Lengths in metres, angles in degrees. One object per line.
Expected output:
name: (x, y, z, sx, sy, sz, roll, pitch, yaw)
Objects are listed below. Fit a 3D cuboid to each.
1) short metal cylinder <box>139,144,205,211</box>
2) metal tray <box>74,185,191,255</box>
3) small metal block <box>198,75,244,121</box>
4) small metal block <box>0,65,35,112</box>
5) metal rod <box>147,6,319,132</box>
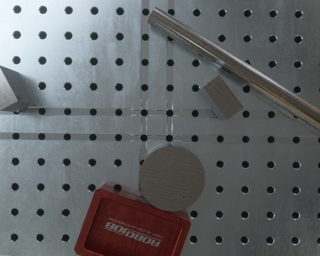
short metal cylinder: (0.015, 0.061, 0.401, 0.081, 0.050, 0.080, 0, 90, 0)
metal tray: (-0.035, 0.139, 0.410, 0.131, 0.030, 0.090, 20, 90, 0)
small metal block: (0.077, -0.037, 0.401, 0.025, 0.050, 0.050, -37, 90, 0)
small metal block: (-0.195, -0.049, 0.399, 0.025, 0.050, 0.050, -28, 90, 0)
metal rod: (0.117, -0.071, 0.413, 0.301, 0.025, 0.025, 32, 90, 0)
